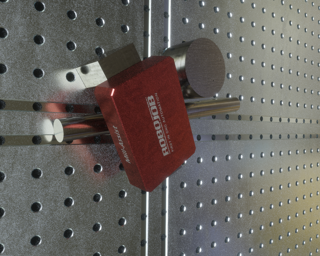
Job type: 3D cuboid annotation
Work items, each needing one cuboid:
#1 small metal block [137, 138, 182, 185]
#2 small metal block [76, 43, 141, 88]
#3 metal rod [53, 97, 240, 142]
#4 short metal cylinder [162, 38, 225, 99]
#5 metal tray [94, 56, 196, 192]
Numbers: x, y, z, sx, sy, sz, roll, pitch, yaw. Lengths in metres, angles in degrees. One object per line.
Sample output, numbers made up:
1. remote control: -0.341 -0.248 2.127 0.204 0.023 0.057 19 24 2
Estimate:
1. small metal block: -0.003 0.040 0.407 0.050 0.025 0.050 -30 109 -36
2. small metal block: -0.057 -0.069 0.346 0.050 0.050 0.025 -39 114 -33
3. metal rod: 0.009 -0.018 0.419 0.302 0.025 0.025 -10 97 -40
4. short metal cylinder: 0.046 -0.081 0.433 0.081 0.050 0.079 0 90 -40
5. metal tray: -0.010 -0.005 0.349 0.091 0.030 0.129 -37 124 -33
